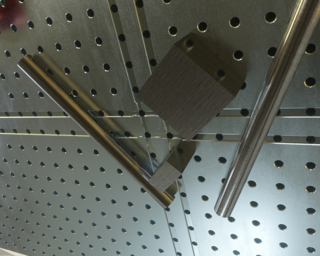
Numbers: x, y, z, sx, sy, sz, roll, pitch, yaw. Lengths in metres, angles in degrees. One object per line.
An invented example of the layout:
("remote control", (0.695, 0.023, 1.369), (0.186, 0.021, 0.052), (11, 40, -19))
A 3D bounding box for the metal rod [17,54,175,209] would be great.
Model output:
("metal rod", (-0.092, 0.008, 0.462), (0.300, 0.025, 0.025), (45, 129, -4))

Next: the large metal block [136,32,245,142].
("large metal block", (0.034, -0.045, 0.349), (0.080, 0.050, 0.080), (41, 129, -1))

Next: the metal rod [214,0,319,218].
("metal rod", (0.112, -0.003, 0.349), (0.025, 0.025, 0.298), (22, 127, 15))

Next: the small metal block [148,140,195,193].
("small metal block", (0.016, 0.052, 0.418), (0.025, 0.050, 0.050), (39, 129, 1))
